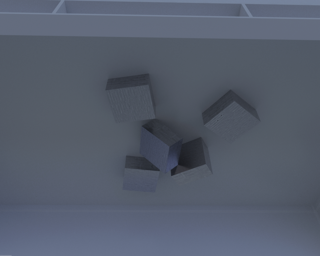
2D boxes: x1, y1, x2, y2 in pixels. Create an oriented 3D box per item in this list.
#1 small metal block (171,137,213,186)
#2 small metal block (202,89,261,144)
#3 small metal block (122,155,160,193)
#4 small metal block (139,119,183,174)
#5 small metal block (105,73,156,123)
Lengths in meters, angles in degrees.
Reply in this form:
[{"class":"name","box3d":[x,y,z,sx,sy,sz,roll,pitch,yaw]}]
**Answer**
[{"class":"small metal block","box3d":[0.042,0.047,0.433,0.050,0.050,0.025,-22,129,17]},{"class":"small metal block","box3d":[0.091,-0.014,0.399,0.050,0.025,0.050,33,123,-25]},{"class":"small metal block","box3d":[-0.029,0.070,0.469,0.050,0.025,0.050,6,130,-6]},{"class":"small metal block","box3d":[0.000,0.024,0.411,0.025,0.050,0.050,-30,143,-36]},{"class":"small metal block","box3d":[-0.034,-0.035,0.378,0.050,0.025,0.050,-7,130,5]}]
